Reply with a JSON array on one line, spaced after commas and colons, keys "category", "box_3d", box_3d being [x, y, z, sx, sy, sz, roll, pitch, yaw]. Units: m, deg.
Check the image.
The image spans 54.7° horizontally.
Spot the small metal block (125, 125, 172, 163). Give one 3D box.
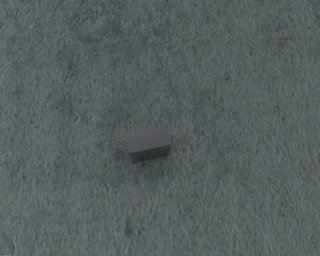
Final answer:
[{"category": "small metal block", "box_3d": [-0.014, 0.021, 0.387, 0.050, 0.050, 0.025, -12, 71, -5]}]
